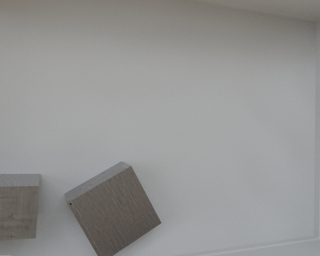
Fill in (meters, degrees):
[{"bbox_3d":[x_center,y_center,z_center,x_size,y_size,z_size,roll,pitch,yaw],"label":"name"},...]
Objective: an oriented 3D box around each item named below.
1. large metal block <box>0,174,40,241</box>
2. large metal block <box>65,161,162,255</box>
[{"bbox_3d":[-0.169,0.078,0.319,0.081,0.080,0.050,3,89,-20],"label":"large metal block"},{"bbox_3d":[-0.058,0.097,0.376,0.080,0.050,0.080,-29,100,-18],"label":"large metal block"}]
